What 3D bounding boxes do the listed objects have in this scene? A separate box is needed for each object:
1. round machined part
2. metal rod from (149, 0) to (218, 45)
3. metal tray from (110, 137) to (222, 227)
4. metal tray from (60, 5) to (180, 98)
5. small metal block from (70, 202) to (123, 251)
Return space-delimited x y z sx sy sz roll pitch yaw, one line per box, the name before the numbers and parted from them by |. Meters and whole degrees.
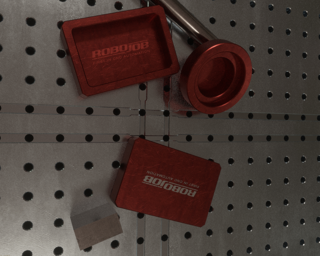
round machined part | 0.071 -0.071 0.417 0.099 0.042 0.097 -12 122 -20
metal rod | -0.024 -0.192 0.404 0.301 0.025 0.025 37 78 -17
metal tray | 0.010 0.073 0.415 0.131 0.030 0.090 20 83 -19
metal tray | -0.048 -0.097 0.392 0.131 0.030 0.089 -18 96 -20
small metal block | -0.077 0.116 0.372 0.050 0.050 0.025 -18 96 -19
